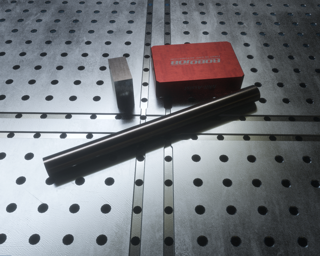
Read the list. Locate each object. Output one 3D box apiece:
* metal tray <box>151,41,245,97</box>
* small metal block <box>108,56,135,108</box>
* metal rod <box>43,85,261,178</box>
[{"bbox_3d":[0.054,-0.094,0.484,0.131,0.030,0.090,-5,50,-5],"label":"metal tray"},{"bbox_3d":[-0.056,-0.066,0.447,0.025,0.050,0.050,-12,51,-10],"label":"small metal block"},{"bbox_3d":[0.002,-0.002,0.409,0.302,0.025,0.025,-20,53,-17],"label":"metal rod"}]
